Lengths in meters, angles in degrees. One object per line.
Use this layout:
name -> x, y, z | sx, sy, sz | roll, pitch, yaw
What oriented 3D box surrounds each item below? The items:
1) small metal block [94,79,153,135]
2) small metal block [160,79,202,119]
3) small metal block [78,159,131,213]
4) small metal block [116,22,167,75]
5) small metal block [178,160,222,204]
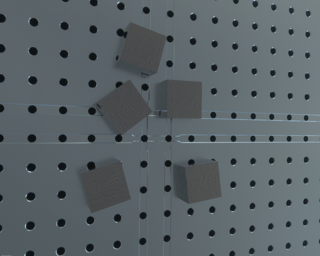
small metal block -> -0.047, -0.026, 0.395 | 0.050, 0.025, 0.050 | -38, 102, -16
small metal block -> 0.029, -0.038, 0.423 | 0.050, 0.025, 0.050 | 1, 90, -20
small metal block -> -0.069, 0.071, 0.387 | 0.050, 0.025, 0.050 | -16, 96, -19
small metal block -> -0.024, -0.101, 0.403 | 0.050, 0.025, 0.050 | 16, 85, -19
small metal block -> 0.055, 0.074, 0.433 | 0.050, 0.025, 0.050 | -7, 93, -20
